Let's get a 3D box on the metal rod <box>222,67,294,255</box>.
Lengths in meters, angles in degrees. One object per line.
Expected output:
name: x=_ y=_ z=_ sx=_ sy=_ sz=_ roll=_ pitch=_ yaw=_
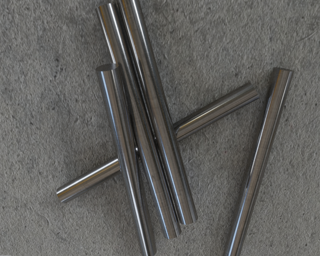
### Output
metal rod: x=0.132 y=0.065 z=0.434 sx=0.025 sy=0.025 sz=0.298 roll=8 pitch=110 yaw=-3

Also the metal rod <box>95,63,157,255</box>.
metal rod: x=-0.037 y=0.063 z=0.406 sx=0.025 sy=0.025 sz=0.298 roll=-7 pitch=120 yaw=2

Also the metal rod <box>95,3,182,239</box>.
metal rod: x=-0.023 y=0.001 z=0.387 sx=0.025 sy=0.025 sz=0.298 roll=-15 pitch=101 yaw=5

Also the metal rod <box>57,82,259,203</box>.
metal rod: x=-0.010 y=0.024 z=0.418 sx=0.300 sy=0.025 sz=0.025 roll=-29 pitch=108 yaw=10

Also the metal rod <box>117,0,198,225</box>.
metal rod: x=-0.001 y=-0.020 z=0.380 sx=0.025 sy=0.025 sz=0.298 roll=-15 pitch=102 yaw=5
